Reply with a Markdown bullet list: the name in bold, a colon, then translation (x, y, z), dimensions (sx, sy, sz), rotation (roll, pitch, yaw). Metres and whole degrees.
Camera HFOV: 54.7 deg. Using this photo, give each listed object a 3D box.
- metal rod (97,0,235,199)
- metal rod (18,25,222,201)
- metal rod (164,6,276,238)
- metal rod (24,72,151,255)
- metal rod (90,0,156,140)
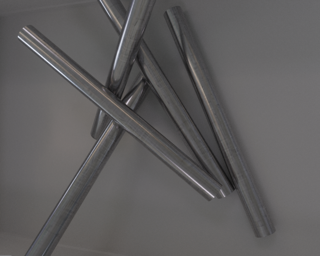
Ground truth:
- **metal rod**: translation (0.004, -0.047, 0.387), dimensions (0.025, 0.025, 0.299), rotation (-32, 88, 17)
- **metal rod**: translation (-0.050, -0.021, 0.371), dimensions (0.300, 0.025, 0.025), rotation (40, 103, 4)
- **metal rod**: translation (0.071, -0.014, 0.385), dimensions (0.025, 0.025, 0.299), rotation (-24, 82, 18)
- **metal rod**: translation (-0.083, 0.047, 0.378), dimensions (0.025, 0.025, 0.300), rotation (25, 75, 18)
- **metal rod**: translation (-0.035, -0.097, 0.352), dimensions (0.025, 0.025, 0.298), rotation (39, 129, 16)
